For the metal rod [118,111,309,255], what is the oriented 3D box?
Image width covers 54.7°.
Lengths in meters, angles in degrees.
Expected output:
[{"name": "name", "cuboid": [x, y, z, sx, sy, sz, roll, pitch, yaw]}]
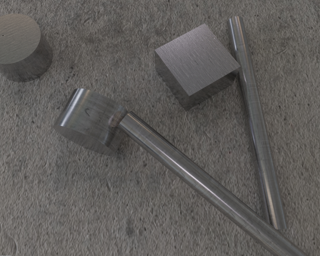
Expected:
[{"name": "metal rod", "cuboid": [0.076, 0.085, 0.349, 0.300, 0.025, 0.025, 39, 74, 2]}]

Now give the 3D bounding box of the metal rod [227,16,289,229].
[{"name": "metal rod", "cuboid": [0.126, -0.020, 0.416, 0.025, 0.025, 0.299, -5, 70, -2]}]

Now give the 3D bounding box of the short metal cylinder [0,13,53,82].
[{"name": "short metal cylinder", "cuboid": [-0.199, -0.111, 0.434, 0.081, 0.050, 0.080, 0, 70, 0]}]

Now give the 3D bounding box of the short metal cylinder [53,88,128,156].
[{"name": "short metal cylinder", "cuboid": [-0.082, -0.005, 0.380, 0.080, 0.080, 0.050, 21, 72, 7]}]

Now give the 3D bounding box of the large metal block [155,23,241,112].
[{"name": "large metal block", "cuboid": [0.048, -0.082, 0.425, 0.080, 0.050, 0.080, -31, 73, -11]}]
